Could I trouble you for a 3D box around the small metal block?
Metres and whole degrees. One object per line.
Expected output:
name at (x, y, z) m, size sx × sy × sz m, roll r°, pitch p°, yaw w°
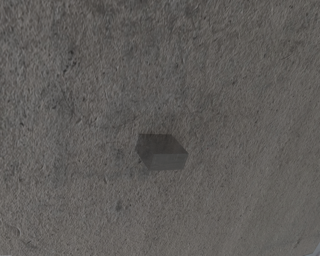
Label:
small metal block at (0.001, 0.031, 0.410) m, size 0.050 × 0.050 × 0.025 m, roll 2°, pitch 118°, yaw -29°
